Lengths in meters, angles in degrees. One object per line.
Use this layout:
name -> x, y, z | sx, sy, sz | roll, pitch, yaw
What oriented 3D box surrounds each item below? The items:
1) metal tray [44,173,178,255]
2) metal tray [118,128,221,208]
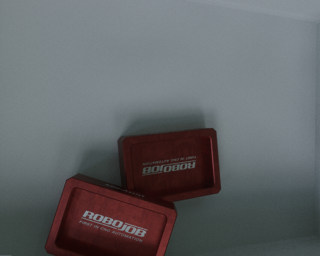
metal tray -> -0.055, 0.115, 0.361 | 0.131, 0.030, 0.090 | 17, 90, 0
metal tray -> 0.014, 0.050, 0.412 | 0.131, 0.030, 0.089 | -6, 92, -20
